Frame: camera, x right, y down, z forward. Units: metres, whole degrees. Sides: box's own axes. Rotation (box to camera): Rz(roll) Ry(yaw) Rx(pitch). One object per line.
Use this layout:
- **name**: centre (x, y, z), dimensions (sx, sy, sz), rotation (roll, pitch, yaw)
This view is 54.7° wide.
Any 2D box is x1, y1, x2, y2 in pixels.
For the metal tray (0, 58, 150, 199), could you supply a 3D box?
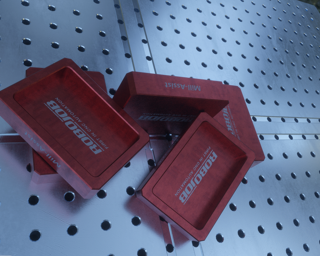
- **metal tray**: centre (-0.086, -0.004, 0.321), dimensions (0.130, 0.030, 0.090), rotation (44, 50, 2)

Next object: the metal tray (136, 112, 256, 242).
- **metal tray**: centre (0.046, 0.056, 0.373), dimensions (0.090, 0.030, 0.130), rotation (40, 68, -2)

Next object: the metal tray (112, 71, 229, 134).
- **metal tray**: centre (0.008, -0.026, 0.387), dimensions (0.131, 0.090, 0.030), rotation (1, 61, -28)

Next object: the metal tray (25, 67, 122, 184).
- **metal tray**: centre (-0.102, -0.006, 0.355), dimensions (0.091, 0.030, 0.130), rotation (-1, 63, -29)

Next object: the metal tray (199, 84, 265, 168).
- **metal tray**: centre (0.094, -0.006, 0.460), dimensions (0.091, 0.030, 0.130), rotation (3, 61, -27)
